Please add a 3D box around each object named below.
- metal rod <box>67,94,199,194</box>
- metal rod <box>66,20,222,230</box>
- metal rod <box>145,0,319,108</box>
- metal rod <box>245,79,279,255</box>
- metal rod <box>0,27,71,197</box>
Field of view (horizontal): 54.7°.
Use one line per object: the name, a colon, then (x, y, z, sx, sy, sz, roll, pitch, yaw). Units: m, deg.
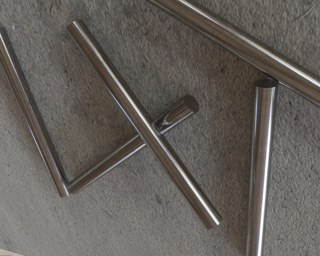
metal rod: (-0.058, 0.038, 0.461, 0.025, 0.025, 0.299, 49, 129, -7)
metal rod: (-0.020, -0.005, 0.383, 0.025, 0.025, 0.299, -36, 89, 38)
metal rod: (0.103, -0.070, 0.309, 0.301, 0.025, 0.025, 34, 129, 6)
metal rod: (0.124, 0.083, 0.392, 0.025, 0.025, 0.298, 8, 122, 24)
metal rod: (-0.205, -0.011, 0.508, 0.025, 0.025, 0.298, 1, 119, 27)
